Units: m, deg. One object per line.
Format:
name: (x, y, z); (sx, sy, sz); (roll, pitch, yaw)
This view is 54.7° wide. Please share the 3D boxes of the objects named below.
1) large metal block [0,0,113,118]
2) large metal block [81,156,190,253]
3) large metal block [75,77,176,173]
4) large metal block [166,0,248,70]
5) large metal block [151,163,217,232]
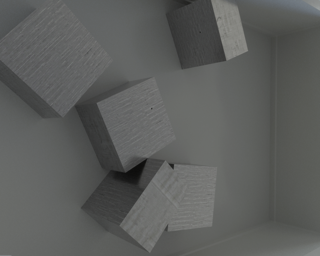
large metal block: (-0.108, -0.066, 0.300); (0.080, 0.050, 0.080); (49, 61, -29)
large metal block: (-0.028, 0.079, 0.347); (0.050, 0.080, 0.080); (52, 60, -28)
large metal block: (-0.038, -0.006, 0.359); (0.081, 0.050, 0.080); (-31, 110, -36)
large metal block: (0.063, -0.131, 0.423); (0.050, 0.080, 0.080); (-29, 109, -36)
large metal block: (0.027, 0.088, 0.413); (0.081, 0.050, 0.080); (10, 84, -40)
